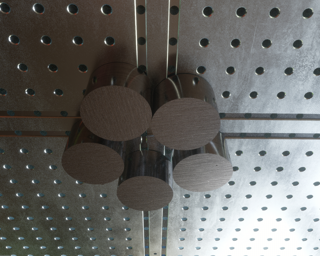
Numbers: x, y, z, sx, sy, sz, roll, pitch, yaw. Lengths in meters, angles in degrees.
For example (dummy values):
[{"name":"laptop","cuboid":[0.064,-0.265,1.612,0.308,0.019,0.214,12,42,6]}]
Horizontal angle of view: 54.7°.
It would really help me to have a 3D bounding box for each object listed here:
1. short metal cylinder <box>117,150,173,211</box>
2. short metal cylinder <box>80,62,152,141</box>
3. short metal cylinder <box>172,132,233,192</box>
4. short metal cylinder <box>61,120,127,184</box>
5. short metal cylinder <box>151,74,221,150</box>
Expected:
[{"name":"short metal cylinder","cuboid":[-0.021,0.079,0.461,0.081,0.050,0.079,0,130,0]},{"name":"short metal cylinder","cuboid":[-0.049,-0.030,0.368,0.081,0.050,0.079,-1,130,0]},{"name":"short metal cylinder","cuboid":[0.057,0.045,0.433,0.081,0.050,0.079,0,132,0]},{"name":"short metal cylinder","cuboid":[-0.087,0.032,0.421,0.081,0.050,0.079,0,131,0]},{"name":"short metal cylinder","cuboid":[0.030,-0.019,0.378,0.081,0.050,0.079,0,131,0]}]
